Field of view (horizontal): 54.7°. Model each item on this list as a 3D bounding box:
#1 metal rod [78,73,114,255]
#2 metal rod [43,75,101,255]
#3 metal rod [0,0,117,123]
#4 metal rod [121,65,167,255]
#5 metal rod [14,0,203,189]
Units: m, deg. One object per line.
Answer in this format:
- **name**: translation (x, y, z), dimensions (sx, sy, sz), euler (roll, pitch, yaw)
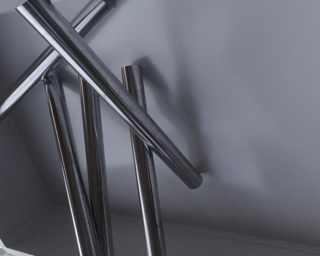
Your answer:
- **metal rod**: translation (-0.084, 0.076, 0.420), dimensions (0.025, 0.025, 0.298), euler (-4, 92, 29)
- **metal rod**: translation (-0.116, 0.070, 0.417), dimensions (0.025, 0.025, 0.299), euler (-25, 75, 36)
- **metal rod**: translation (-0.167, -0.079, 0.427), dimensions (0.299, 0.025, 0.025), euler (-32, 101, 32)
- **metal rod**: translation (-0.016, 0.073, 0.384), dimensions (0.025, 0.025, 0.298), euler (-7, 91, 31)
- **metal rod**: translation (-0.028, -0.014, 0.336), dimensions (0.025, 0.025, 0.300), euler (-10, 138, 32)
